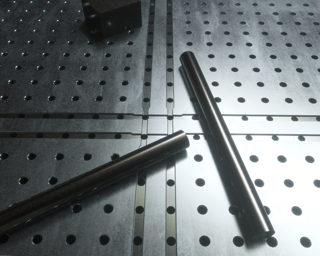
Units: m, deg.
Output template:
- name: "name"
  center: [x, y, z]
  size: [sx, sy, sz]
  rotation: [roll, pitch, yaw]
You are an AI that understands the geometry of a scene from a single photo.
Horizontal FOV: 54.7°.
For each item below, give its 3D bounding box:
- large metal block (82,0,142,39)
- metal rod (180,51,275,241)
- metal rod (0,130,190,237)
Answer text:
- name: "large metal block"
  center: [-0.090, -0.218, 0.574]
  size: [0.081, 0.050, 0.080]
  rotation: [-27, 55, -21]
- name: "metal rod"
  center: [0.075, -0.002, 0.409]
  size: [0.025, 0.025, 0.300]
  rotation: [-9, 51, -8]
- name: "metal rod"
  center: [-0.100, 0.071, 0.346]
  size: [0.302, 0.025, 0.025]
  rotation: [-24, 54, -19]
